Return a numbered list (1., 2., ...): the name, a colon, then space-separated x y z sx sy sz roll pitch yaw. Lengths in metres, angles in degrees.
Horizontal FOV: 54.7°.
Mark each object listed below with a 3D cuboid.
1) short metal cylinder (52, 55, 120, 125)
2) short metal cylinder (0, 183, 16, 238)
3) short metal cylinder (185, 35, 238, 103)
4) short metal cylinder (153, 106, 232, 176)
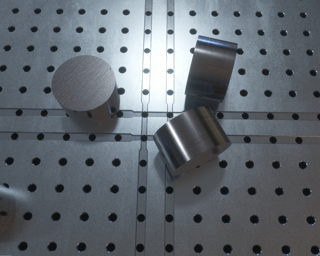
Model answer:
1. short metal cylinder: -0.097 -0.050 0.416 0.081 0.050 0.080 0 70 0
2. short metal cylinder: -0.220 0.096 0.362 0.081 0.050 0.080 0 70 0
3. short metal cylinder: 0.067 -0.078 0.411 0.050 0.080 0.080 14 71 5
4. short metal cylinder: 0.039 0.017 0.376 0.080 0.080 0.050 -25 72 -9
